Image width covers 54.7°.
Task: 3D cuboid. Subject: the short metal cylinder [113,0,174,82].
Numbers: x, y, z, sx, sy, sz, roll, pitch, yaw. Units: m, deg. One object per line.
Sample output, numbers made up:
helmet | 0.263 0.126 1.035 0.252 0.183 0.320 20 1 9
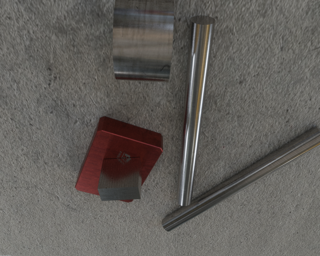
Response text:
short metal cylinder | -0.015 -0.085 0.298 0.050 0.080 0.079 2 130 -2

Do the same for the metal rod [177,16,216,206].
metal rod | 0.041 0.004 0.410 0.025 0.025 0.298 0 130 -1

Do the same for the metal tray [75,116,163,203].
metal tray | -0.061 0.050 0.446 0.091 0.030 0.129 18 128 -15

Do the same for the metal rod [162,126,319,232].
metal rod | 0.115 0.090 0.485 0.025 0.025 0.299 36 121 -27

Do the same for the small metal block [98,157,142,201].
small metal block | -0.051 0.066 0.407 0.050 0.050 0.025 -3 130 3
